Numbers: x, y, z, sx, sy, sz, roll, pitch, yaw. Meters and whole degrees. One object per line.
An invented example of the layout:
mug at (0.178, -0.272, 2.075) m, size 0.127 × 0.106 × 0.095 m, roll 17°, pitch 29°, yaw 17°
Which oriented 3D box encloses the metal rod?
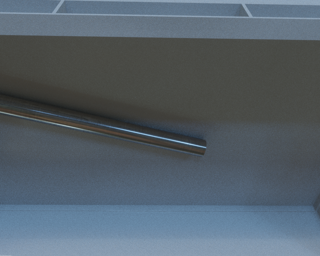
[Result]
metal rod at (-0.084, -0.004, 0.404) m, size 0.302 × 0.025 × 0.025 m, roll 13°, pitch 129°, yaw -11°
